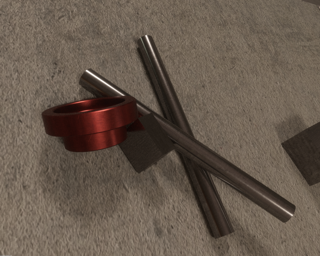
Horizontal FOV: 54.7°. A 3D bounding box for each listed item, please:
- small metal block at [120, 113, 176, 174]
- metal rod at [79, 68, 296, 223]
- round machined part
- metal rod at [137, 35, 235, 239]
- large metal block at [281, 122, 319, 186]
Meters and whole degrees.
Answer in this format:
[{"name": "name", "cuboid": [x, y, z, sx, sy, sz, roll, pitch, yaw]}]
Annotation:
[{"name": "small metal block", "cuboid": [-0.018, 0.018, 0.365, 0.025, 0.050, 0.050, -25, 78, -49]}, {"name": "metal rod", "cuboid": [0.029, 0.019, 0.382, 0.301, 0.025, 0.025, 34, 51, 5]}, {"name": "round machined part", "cuboid": [-0.072, -0.005, 0.335, 0.099, 0.098, 0.042, -18, 108, -35]}, {"name": "metal rod", "cuboid": [0.027, -0.003, 0.421, 0.025, 0.025, 0.299, -7, 66, -32]}, {"name": "large metal block", "cuboid": [0.262, 0.037, 0.509, 0.081, 0.050, 0.080, -19, 72, -36]}]
